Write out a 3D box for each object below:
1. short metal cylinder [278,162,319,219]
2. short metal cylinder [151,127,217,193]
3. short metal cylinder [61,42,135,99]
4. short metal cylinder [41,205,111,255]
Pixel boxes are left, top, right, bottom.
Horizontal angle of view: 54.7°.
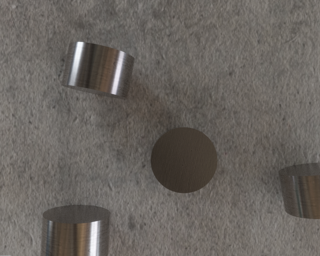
[{"bbox_3d":[0.194,0.075,0.385,0.081,0.080,0.050,-9,90,0],"label":"short metal cylinder"},{"bbox_3d":[0.029,0.039,0.398,0.081,0.050,0.079,0,90,-1],"label":"short metal cylinder"},{"bbox_3d":[-0.075,-0.068,0.382,0.080,0.080,0.050,11,90,-1],"label":"short metal cylinder"},{"bbox_3d":[-0.103,0.130,0.381,0.081,0.080,0.050,3,90,-1],"label":"short metal cylinder"}]
